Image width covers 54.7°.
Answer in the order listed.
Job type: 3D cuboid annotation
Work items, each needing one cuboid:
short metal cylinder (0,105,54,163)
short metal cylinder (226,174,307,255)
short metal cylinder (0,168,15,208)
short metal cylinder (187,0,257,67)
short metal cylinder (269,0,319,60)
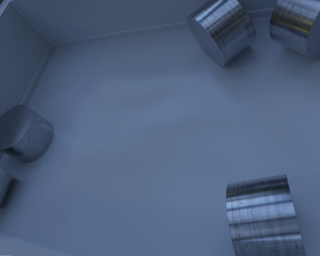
[{"bbox_3d":[-0.220,0.010,0.497,0.080,0.050,0.080,-13,56,20],"label":"short metal cylinder"},{"bbox_3d":[0.093,0.084,0.270,0.050,0.080,0.080,-14,56,20],"label":"short metal cylinder"},{"bbox_3d":[-0.266,0.082,0.457,0.080,0.080,0.050,0,62,28],"label":"short metal cylinder"},{"bbox_3d":[0.080,-0.128,0.406,0.050,0.080,0.080,-38,51,3],"label":"short metal cylinder"},{"bbox_3d":[0.174,-0.126,0.356,0.080,0.080,0.050,-44,51,-3],"label":"short metal cylinder"}]
